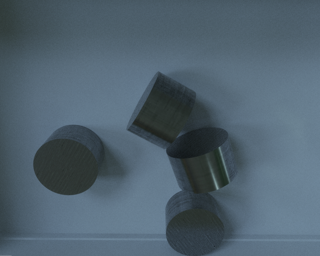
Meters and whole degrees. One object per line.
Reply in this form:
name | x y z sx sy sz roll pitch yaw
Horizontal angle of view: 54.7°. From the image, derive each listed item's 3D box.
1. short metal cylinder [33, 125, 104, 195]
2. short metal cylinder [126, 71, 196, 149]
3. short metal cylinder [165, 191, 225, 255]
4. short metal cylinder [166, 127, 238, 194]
short metal cylinder | -0.118 0.041 0.412 0.081 0.050 0.079 0 110 -1
short metal cylinder | 0.001 -0.021 0.374 0.050 0.080 0.080 28 107 -10
short metal cylinder | 0.048 0.136 0.449 0.081 0.050 0.079 0 110 -1
short metal cylinder | 0.054 0.040 0.397 0.080 0.080 0.050 -18 109 6
